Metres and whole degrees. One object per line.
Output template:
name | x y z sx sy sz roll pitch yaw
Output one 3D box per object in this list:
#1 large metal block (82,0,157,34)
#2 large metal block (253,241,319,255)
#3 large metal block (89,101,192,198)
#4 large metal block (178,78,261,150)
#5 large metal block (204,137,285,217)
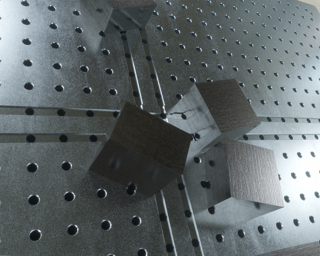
large metal block | -0.066 -0.198 0.479 0.081 0.050 0.080 -23 75 -37
large metal block | 0.158 0.185 0.366 0.081 0.050 0.080 1 61 -28
large metal block | -0.023 0.028 0.345 0.080 0.080 0.050 27 52 -12
large metal block | 0.086 -0.022 0.454 0.081 0.050 0.080 -12 68 -34
large metal block | 0.109 0.067 0.412 0.081 0.050 0.080 15 56 -21
